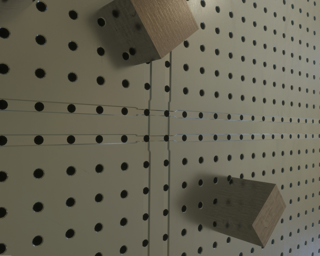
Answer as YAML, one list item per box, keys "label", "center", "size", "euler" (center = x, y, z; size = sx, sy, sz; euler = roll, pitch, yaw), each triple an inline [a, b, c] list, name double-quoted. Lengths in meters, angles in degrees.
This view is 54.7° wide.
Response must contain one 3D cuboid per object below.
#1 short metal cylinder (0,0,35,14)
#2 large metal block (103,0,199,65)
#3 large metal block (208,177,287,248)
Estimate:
- label: "short metal cylinder"
  center: [-0.140, -0.149, 0.275]
  size: [0.081, 0.050, 0.080]
  euler: [0, 90, -40]
- label: "large metal block"
  center: [-0.008, -0.137, 0.385]
  size: [0.080, 0.050, 0.080]
  euler: [-45, 117, -31]
- label: "large metal block"
  center: [0.138, 0.129, 0.489]
  size: [0.080, 0.080, 0.050]
  euler: [-46, 118, -30]
